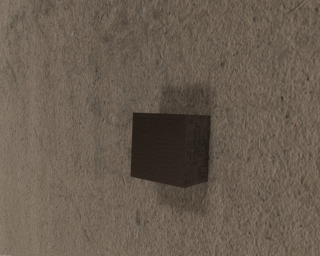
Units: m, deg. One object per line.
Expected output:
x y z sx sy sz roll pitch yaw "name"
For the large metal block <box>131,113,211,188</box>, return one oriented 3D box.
0.012 0.023 0.377 0.080 0.050 0.079 4 93 39 "large metal block"
